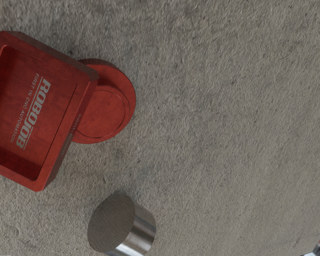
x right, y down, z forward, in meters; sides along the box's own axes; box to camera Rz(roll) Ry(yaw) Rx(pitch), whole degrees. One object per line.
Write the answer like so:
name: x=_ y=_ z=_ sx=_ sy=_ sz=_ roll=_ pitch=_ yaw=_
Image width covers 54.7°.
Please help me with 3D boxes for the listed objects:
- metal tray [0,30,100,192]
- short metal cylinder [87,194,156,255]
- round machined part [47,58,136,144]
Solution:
metal tray: x=-0.126 y=-0.014 z=0.296 sx=0.090 sy=0.030 sz=0.129 roll=27 pitch=106 yaw=-2
short metal cylinder: x=-0.053 y=0.139 z=0.428 sx=0.080 sy=0.080 sz=0.050 roll=-42 pitch=130 yaw=1
round machined part: x=-0.072 y=-0.023 z=0.342 sx=0.099 sy=0.042 sz=0.097 roll=-14 pitch=124 yaw=-21
